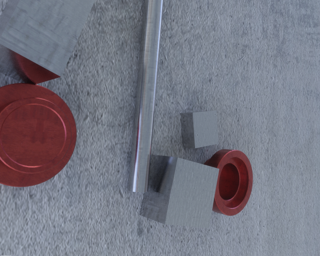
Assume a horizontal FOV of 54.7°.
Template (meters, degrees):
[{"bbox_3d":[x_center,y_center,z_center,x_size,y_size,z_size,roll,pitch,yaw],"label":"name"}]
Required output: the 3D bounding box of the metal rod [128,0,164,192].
[{"bbox_3d":[-0.015,-0.071,0.391,0.025,0.025,0.298,8,85,-40],"label":"metal rod"}]

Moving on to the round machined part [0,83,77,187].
[{"bbox_3d":[-0.124,0.007,0.290,0.099,0.042,0.097,0,90,-40],"label":"round machined part"}]

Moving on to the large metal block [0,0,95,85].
[{"bbox_3d":[-0.111,-0.088,0.276,0.050,0.080,0.080,29,72,-36],"label":"large metal block"}]

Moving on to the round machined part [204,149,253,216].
[{"bbox_3d":[0.097,0.081,0.474,0.099,0.042,0.097,-1,91,-42],"label":"round machined part"}]

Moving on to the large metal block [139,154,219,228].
[{"bbox_3d":[0.027,0.084,0.412,0.080,0.050,0.080,19,78,-38],"label":"large metal block"}]

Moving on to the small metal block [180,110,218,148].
[{"bbox_3d":[0.058,0.001,0.454,0.050,0.025,0.050,-7,95,-40],"label":"small metal block"}]
